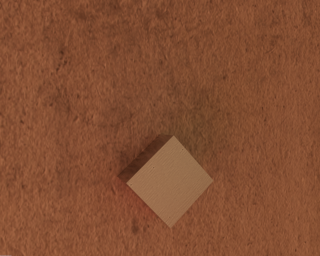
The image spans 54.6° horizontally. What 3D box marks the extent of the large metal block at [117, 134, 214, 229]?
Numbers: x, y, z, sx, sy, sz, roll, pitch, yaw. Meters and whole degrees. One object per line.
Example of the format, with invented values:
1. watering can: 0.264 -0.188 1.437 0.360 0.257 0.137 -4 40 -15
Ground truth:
1. large metal block: 0.006 0.065 0.398 0.080 0.050 0.080 -45 104 -14
